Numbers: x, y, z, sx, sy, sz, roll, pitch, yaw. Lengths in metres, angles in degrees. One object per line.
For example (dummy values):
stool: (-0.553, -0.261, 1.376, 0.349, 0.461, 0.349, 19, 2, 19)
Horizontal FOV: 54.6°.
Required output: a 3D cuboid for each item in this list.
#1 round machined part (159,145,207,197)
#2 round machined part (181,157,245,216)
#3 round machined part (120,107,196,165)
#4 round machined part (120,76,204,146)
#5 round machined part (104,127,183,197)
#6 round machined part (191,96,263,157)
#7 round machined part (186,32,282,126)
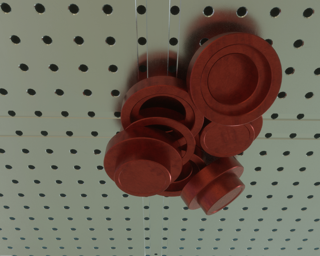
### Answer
round machined part: (0.017, 0.052, 0.444, 0.099, 0.042, 0.097, 0, 130, 0)
round machined part: (0.082, 0.087, 0.443, 0.099, 0.042, 0.098, -27, 150, -17)
round machined part: (-0.004, 0.011, 0.409, 0.099, 0.042, 0.097, 0, 130, 0)
round machined part: (0.003, -0.023, 0.381, 0.099, 0.042, 0.097, 0, 130, 0)
round machined part: (-0.021, 0.049, 0.386, 0.099, 0.042, 0.097, 0, 130, 0)
round machined part: (0.083, 0.000, 0.401, 0.099, 0.042, 0.097, 0, 130, 0)
round machined part: (0.077, -0.054, 0.340, 0.099, 0.042, 0.097, -2, 109, -6)
